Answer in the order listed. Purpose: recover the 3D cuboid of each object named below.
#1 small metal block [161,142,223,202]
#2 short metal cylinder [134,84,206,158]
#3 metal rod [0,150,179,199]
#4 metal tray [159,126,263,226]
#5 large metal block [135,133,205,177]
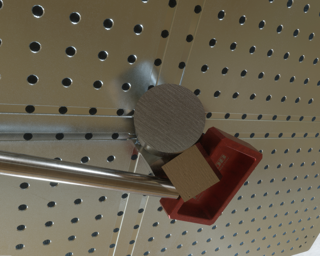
[{"bbox_3d":[0.039,0.053,0.373,0.050,0.050,0.025,-36,172,17],"label":"small metal block"},{"bbox_3d":[0.010,-0.007,0.370,0.080,0.080,0.050,-31,171,-9],"label":"short metal cylinder"},{"bbox_3d":[-0.116,0.047,0.340,0.302,0.025,0.025,13,112,-22],"label":"metal rod"},{"bbox_3d":[0.070,0.070,0.423,0.091,0.030,0.129,23,106,-37],"label":"metal tray"},{"bbox_3d":[0.023,0.043,0.434,0.080,0.050,0.080,-31,129,-9],"label":"large metal block"}]
